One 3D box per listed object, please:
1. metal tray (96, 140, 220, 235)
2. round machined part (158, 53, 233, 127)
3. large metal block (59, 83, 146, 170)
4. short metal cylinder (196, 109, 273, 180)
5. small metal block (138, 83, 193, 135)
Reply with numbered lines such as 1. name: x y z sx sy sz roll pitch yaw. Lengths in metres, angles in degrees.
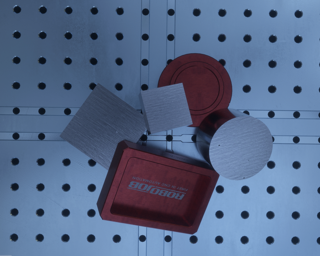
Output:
1. metal tray: -0.001 0.076 0.382 0.131 0.030 0.089 17 97 -22
2. round machined part: 0.046 -0.050 0.405 0.099 0.042 0.097 0 90 0
3. large metal block: -0.066 0.001 0.400 0.080 0.050 0.080 36 90 0
4. short metal cylinder: 0.092 0.019 0.390 0.081 0.050 0.079 -3 104 -11
5. small metal block: 0.006 -0.022 0.367 0.050 0.025 0.050 -13 87 -11
